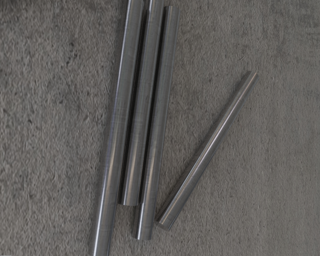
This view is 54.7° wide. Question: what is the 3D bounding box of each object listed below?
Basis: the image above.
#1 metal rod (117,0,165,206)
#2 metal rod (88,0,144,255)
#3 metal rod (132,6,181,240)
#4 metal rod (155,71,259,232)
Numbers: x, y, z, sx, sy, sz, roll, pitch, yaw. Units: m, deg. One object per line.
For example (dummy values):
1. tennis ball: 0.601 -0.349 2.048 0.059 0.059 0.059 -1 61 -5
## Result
1. metal rod: -0.020 -0.056 0.387 0.025 0.025 0.298 12 82 -39
2. metal rod: -0.050 -0.007 0.362 0.025 0.025 0.298 12 83 -40
3. metal rod: -0.003 -0.011 0.401 0.025 0.025 0.298 12 82 -39
4. metal rod: 0.081 0.019 0.472 0.025 0.025 0.301 51 60 -28
